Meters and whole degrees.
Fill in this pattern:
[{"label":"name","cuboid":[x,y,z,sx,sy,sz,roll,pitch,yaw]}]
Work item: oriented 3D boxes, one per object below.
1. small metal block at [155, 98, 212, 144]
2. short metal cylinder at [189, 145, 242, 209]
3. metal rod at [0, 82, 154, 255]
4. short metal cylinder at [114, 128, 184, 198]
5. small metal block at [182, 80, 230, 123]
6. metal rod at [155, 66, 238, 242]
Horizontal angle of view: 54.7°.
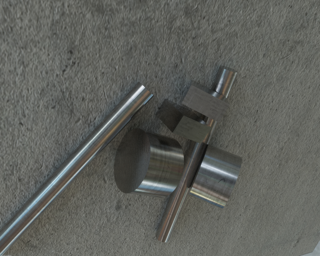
[{"label":"small metal block","cuboid":[0.030,-0.009,0.401,0.050,0.050,0.025,21,107,-36]},{"label":"short metal cylinder","cuboid":[0.080,0.070,0.450,0.050,0.080,0.079,22,113,8]},{"label":"metal rod","cuboid":[-0.119,0.061,0.379,0.300,0.025,0.025,-46,129,4]},{"label":"short metal cylinder","cuboid":[-0.016,0.045,0.390,0.050,0.080,0.080,17,110,-35]},{"label":"small metal block","cuboid":[0.056,-0.035,0.387,0.050,0.050,0.025,27,107,-1]},{"label":"metal rod","cuboid":[0.048,0.053,0.465,0.025,0.025,0.298,4,116,-30]}]
